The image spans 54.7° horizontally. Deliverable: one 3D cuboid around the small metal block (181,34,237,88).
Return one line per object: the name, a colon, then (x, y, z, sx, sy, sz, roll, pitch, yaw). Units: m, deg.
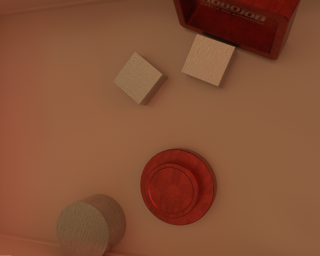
small metal block: (0.062, -0.083, 0.388, 0.050, 0.025, 0.050, 25, 98, 18)

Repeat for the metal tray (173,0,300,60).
metal tray: (0.079, -0.129, 0.345, 0.130, 0.090, 0.030, 26, 83, 17)

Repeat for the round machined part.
round machined part: (0.020, 0.076, 0.394, 0.098, 0.042, 0.097, 0, 90, 19)

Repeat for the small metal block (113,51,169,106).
small metal block: (-0.026, -0.066, 0.419, 0.050, 0.025, 0.050, 42, 103, 14)

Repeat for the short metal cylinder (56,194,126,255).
short metal cylinder: (-0.094, 0.137, 0.429, 0.080, 0.050, 0.079, 0, 90, 19)
